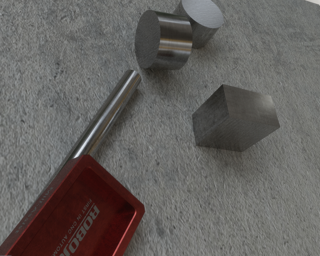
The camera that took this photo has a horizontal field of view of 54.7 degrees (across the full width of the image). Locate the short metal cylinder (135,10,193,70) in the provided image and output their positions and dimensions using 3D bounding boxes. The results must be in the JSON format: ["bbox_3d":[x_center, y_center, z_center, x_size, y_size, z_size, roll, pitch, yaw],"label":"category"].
[{"bbox_3d":[0.003,-0.125,0.446,0.050,0.080,0.080,-2,63,-29],"label":"short metal cylinder"}]

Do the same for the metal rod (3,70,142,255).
[{"bbox_3d":[-0.089,0.036,0.333,0.025,0.025,0.301,32,51,-8],"label":"metal rod"}]

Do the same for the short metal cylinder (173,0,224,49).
[{"bbox_3d":[0.061,-0.184,0.533,0.081,0.050,0.080,14,56,-21],"label":"short metal cylinder"}]

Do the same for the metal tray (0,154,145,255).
[{"bbox_3d":[-0.077,0.100,0.278,0.090,0.030,0.130,48,47,-19],"label":"metal tray"}]

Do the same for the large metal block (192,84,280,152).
[{"bbox_3d":[0.101,-0.010,0.429,0.081,0.080,0.050,9,58,-23],"label":"large metal block"}]
